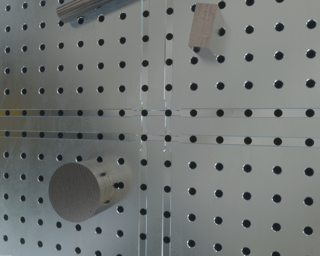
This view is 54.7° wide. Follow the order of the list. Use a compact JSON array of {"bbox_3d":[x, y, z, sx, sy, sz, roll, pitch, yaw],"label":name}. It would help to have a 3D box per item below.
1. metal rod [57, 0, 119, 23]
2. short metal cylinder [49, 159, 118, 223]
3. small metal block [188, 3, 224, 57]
[{"bbox_3d":[-0.009,-0.207,0.414,0.301,0.025,0.025,-16,85,18],"label":"metal rod"},{"bbox_3d":[-0.107,0.086,0.436,0.080,0.050,0.079,0,90,19],"label":"short metal cylinder"},{"bbox_3d":[0.057,-0.118,0.379,0.025,0.050,0.050,12,94,19],"label":"small metal block"}]
